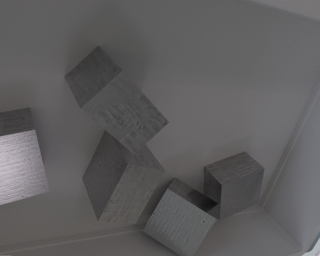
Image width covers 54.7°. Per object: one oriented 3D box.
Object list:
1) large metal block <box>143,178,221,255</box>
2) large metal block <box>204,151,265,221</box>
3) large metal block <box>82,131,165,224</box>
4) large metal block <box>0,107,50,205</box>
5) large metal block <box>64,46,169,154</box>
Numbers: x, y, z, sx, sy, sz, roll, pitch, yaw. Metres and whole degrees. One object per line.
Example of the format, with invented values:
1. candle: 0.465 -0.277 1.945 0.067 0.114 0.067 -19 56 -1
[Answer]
1. large metal block: 0.033 0.135 0.467 0.080 0.080 0.050 -62 171 16
2. large metal block: 0.121 0.096 0.518 0.081 0.050 0.079 -17 125 -19
3. large metal block: -0.049 0.058 0.382 0.050 0.080 0.080 16 110 -35
4. large metal block: -0.167 0.032 0.321 0.081 0.050 0.079 -13 124 -21
5. large metal block: -0.047 -0.031 0.328 0.050 0.080 0.080 -43 129 1
